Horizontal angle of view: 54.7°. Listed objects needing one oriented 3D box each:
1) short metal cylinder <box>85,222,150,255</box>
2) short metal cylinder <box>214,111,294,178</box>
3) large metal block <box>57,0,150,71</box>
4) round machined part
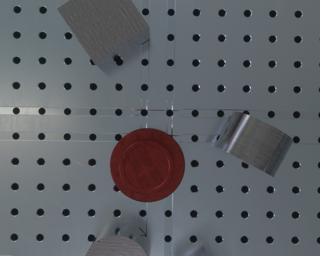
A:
[{"bbox_3d":[-0.053,0.170,0.400,0.081,0.050,0.079,0,90,0],"label":"short metal cylinder"},{"bbox_3d":[0.116,0.020,0.387,0.080,0.080,0.050,28,90,0],"label":"short metal cylinder"},{"bbox_3d":[-0.069,-0.134,0.400,0.080,0.050,0.080,-34,90,0],"label":"large metal block"},{"bbox_3d":[-0.017,0.049,0.405,0.099,0.042,0.097,0,90,0],"label":"round machined part"}]
